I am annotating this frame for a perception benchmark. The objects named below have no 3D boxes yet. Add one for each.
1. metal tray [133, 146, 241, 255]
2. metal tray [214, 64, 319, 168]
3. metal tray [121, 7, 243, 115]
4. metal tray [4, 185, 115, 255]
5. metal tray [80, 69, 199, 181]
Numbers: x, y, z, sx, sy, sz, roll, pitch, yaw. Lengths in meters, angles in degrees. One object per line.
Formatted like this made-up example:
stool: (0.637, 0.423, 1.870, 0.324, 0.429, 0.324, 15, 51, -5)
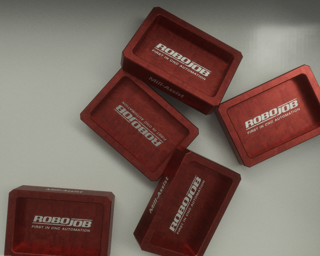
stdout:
metal tray: (0.036, 0.099, 0.392, 0.090, 0.030, 0.130, 26, 90, -24)
metal tray: (0.149, -0.016, 0.409, 0.131, 0.030, 0.090, -25, 90, 0)
metal tray: (0.028, -0.086, 0.392, 0.130, 0.030, 0.090, 29, 67, 0)
metal tray: (-0.130, 0.127, 0.407, 0.131, 0.030, 0.089, 4, 90, 0)
metal tray: (-0.026, -0.005, 0.408, 0.130, 0.030, 0.090, 41, 90, 0)
